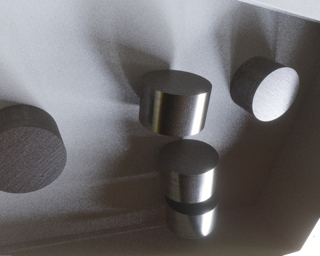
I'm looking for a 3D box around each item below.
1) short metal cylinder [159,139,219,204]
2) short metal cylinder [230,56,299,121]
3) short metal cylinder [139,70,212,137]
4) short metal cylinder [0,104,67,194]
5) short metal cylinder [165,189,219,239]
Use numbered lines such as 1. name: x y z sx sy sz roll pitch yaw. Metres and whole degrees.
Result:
1. short metal cylinder: 0.040 0.058 0.433 0.081 0.080 0.050 -14 125 -21
2. short metal cylinder: 0.148 -0.056 0.441 0.081 0.050 0.079 -14 125 -21
3. short metal cylinder: 0.017 -0.032 0.364 0.081 0.080 0.050 -8 122 -25
4. short metal cylinder: -0.145 0.022 0.327 0.081 0.050 0.079 -14 125 -21
5. short metal cylinder: 0.048 0.121 0.477 0.081 0.080 0.050 -15 125 -21
